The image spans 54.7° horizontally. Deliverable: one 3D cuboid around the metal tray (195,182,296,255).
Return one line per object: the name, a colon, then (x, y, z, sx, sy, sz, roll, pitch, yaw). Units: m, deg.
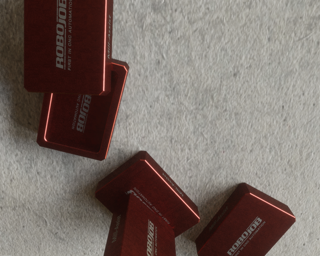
metal tray: (0.125, 0.156, 0.466, 0.090, 0.030, 0.129, 29, 107, -11)

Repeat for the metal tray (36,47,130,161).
metal tray: (-0.098, -0.030, 0.394, 0.091, 0.030, 0.129, 15, 109, -6)

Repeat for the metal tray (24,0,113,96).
metal tray: (-0.101, -0.103, 0.346, 0.091, 0.030, 0.129, 3, 96, 4)

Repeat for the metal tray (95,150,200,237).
metal tray: (-0.017, 0.107, 0.446, 0.090, 0.030, 0.130, -38, 106, 12)

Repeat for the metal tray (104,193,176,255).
metal tray: (-0.020, 0.149, 0.376, 0.030, 0.130, 0.090, -41, 105, 13)
